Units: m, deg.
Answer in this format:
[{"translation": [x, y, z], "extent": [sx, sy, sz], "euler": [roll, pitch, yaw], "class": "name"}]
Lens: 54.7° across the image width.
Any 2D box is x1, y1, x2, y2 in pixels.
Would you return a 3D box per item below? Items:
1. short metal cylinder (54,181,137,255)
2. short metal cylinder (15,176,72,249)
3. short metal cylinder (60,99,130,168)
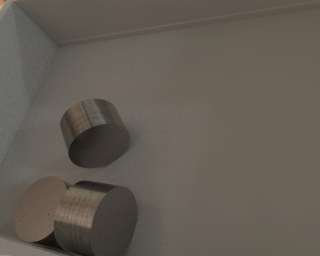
[{"translation": [-0.069, 0.101, 0.344], "extent": [0.050, 0.080, 0.080], "euler": [3, 63, 29], "class": "short metal cylinder"}, {"translation": [-0.134, 0.108, 0.394], "extent": [0.080, 0.050, 0.080], "euler": [-13, 56, 21], "class": "short metal cylinder"}, {"translation": [-0.086, 0.008, 0.411], "extent": [0.080, 0.080, 0.050], "euler": [-35, 51, 5], "class": "short metal cylinder"}]
